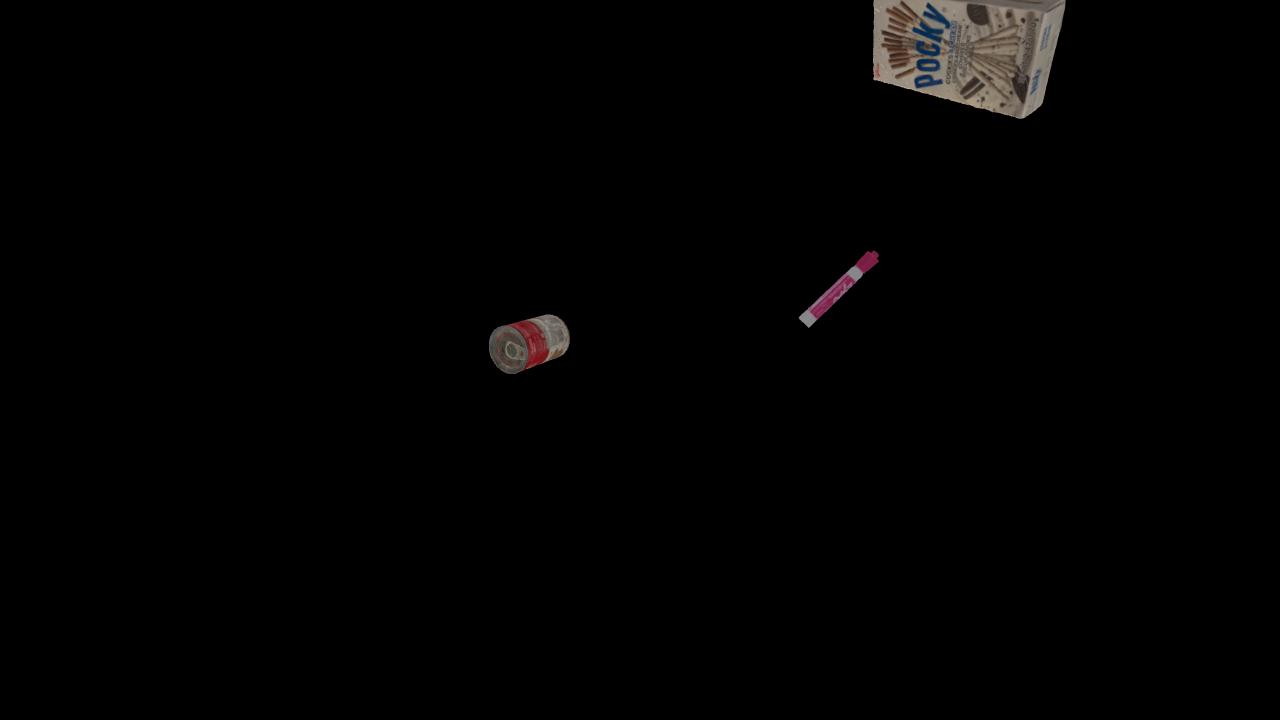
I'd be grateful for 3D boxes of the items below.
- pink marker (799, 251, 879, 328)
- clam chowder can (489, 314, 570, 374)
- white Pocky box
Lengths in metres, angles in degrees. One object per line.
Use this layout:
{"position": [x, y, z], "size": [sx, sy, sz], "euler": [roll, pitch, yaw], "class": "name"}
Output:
{"position": [0.248, -0.089, 0.766], "size": [0.121, 0.020, 0.020], "euler": [-46, -13, 13], "class": "pink marker"}
{"position": [-0.154, -0.025, 0.870], "size": [0.068, 0.068, 0.102], "euler": [0, 14, 29], "class": "clam chowder can"}
{"position": [0.264, -0.263, 0.513], "size": [0.028, 0.084, 0.154], "euler": [-35, 47, -13], "class": "white Pocky box"}
